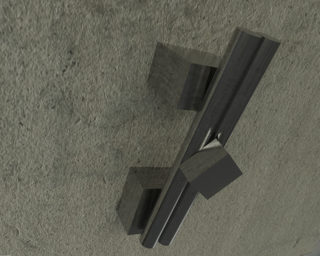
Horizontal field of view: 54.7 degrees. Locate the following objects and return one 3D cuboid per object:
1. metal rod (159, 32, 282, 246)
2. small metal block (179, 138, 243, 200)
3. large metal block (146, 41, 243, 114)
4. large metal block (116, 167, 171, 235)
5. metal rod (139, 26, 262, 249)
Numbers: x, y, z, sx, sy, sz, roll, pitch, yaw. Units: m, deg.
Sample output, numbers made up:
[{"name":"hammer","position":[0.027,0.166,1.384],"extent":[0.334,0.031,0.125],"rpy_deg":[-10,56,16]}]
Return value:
[{"name":"metal rod","position":[0.055,0.035,0.365],"extent":[0.025,0.025,0.298],"rpy_deg":[3,124,-30]},{"name":"small metal block","position":[0.057,0.047,0.342],"extent":[0.050,0.025,0.050],"rpy_deg":[-38,135,4]},{"name":"large metal block","position":[0.042,-0.058,0.360],"extent":[0.081,0.080,0.050],"rpy_deg":[3,117,-30]},{"name":"large metal block","position":[-0.009,0.104,0.451],"extent":[0.081,0.050,0.079],"rpy_deg":[5,116,-31]},{"name":"metal rod","position":[0.032,0.034,0.352],"extent":[0.025,0.025,0.298],"rpy_deg":[3,124,-30]}]
